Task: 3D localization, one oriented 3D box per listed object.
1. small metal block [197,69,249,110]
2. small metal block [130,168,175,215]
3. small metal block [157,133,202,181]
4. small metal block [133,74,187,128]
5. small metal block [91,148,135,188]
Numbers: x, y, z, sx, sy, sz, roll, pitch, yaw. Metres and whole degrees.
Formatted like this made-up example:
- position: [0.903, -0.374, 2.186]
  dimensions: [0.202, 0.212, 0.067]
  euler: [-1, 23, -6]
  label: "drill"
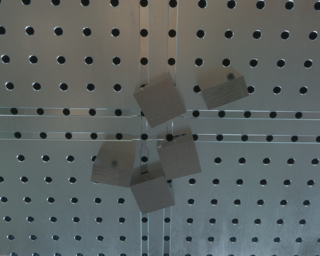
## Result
- position: [0.076, -0.049, 0.383]
  dimensions: [0.050, 0.050, 0.025]
  euler: [-20, 109, 7]
  label: "small metal block"
- position: [-0.010, 0.091, 0.447]
  dimensions: [0.050, 0.025, 0.050]
  euler: [-18, 109, 6]
  label: "small metal block"
- position: [0.026, 0.040, 0.428]
  dimensions: [0.050, 0.025, 0.050]
  euler: [-14, 110, 5]
  label: "small metal block"
- position: [0.000, -0.035, 0.400]
  dimensions: [0.050, 0.025, 0.050]
  euler: [-25, 108, 9]
  label: "small metal block"
- position: [-0.062, 0.053, 0.419]
  dimensions: [0.050, 0.050, 0.025]
  euler: [10, 110, -4]
  label: "small metal block"
